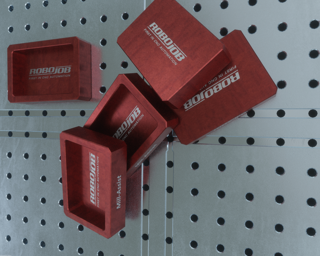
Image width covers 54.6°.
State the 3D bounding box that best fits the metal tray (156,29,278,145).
[{"bbox_3d":[0.065,-0.047,0.387,0.130,0.030,0.090,-31,80,17],"label":"metal tray"}]

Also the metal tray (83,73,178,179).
[{"bbox_3d":[-0.048,0.003,0.409,0.090,0.030,0.129,49,120,13],"label":"metal tray"}]

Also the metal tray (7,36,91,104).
[{"bbox_3d":[-0.169,-0.084,0.470,0.130,0.030,0.090,-1,90,20],"label":"metal tray"}]

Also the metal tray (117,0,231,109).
[{"bbox_3d":[0.012,-0.098,0.381,0.090,0.030,0.130,-42,58,11],"label":"metal tray"}]

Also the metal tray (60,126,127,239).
[{"bbox_3d":[-0.089,0.071,0.413,0.090,0.030,0.129,16,113,31],"label":"metal tray"}]
